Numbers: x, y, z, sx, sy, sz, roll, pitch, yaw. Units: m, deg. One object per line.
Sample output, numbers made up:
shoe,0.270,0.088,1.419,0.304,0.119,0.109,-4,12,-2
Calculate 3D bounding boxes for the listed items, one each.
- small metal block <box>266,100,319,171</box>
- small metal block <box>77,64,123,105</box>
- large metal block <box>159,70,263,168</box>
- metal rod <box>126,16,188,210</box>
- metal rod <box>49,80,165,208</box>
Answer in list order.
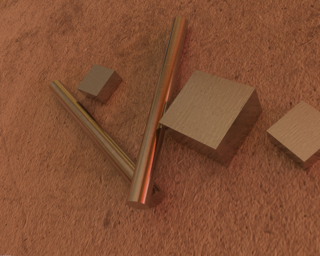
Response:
small metal block,0.149,0.007,0.321,0.050,0.025,0.050,-41,51,0
small metal block,-0.096,-0.070,0.496,0.050,0.025,0.050,22,73,35
large metal block,0.060,-0.013,0.363,0.080,0.050,0.080,26,76,36
metal rod,0.004,-0.042,0.408,0.025,0.025,0.300,-5,54,25
metal rod,-0.093,0.005,0.447,0.025,0.025,0.300,-46,51,-4
